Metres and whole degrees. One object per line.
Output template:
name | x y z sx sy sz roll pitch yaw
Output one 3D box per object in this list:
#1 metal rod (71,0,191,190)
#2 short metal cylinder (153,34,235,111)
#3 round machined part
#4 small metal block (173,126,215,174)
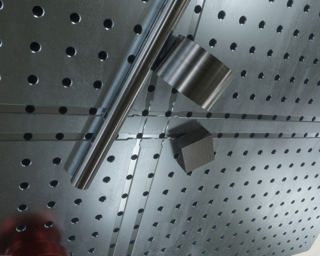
metal rod | -0.031 -0.053 0.362 0.025 0.025 0.298 19 108 -36
short metal cylinder | 0.039 -0.063 0.360 0.080 0.080 0.050 28 103 -38
round machined part | -0.174 0.192 0.425 0.099 0.042 0.097 -14 125 -21
small metal block | 0.052 0.033 0.462 0.050 0.025 0.050 -24 127 -14
